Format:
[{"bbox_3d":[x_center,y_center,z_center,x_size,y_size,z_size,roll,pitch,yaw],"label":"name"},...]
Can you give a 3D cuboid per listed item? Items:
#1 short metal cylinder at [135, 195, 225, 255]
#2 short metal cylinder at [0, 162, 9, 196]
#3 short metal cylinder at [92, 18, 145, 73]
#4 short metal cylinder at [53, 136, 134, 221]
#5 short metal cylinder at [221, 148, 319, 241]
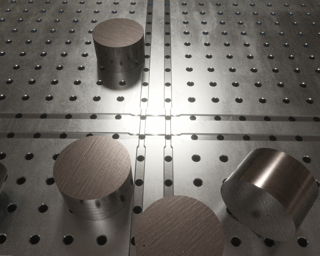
[{"bbox_3d":[0.017,0.113,0.297,0.081,0.050,0.080,0,50,0],"label":"short metal cylinder"},{"bbox_3d":[-0.207,0.061,0.318,0.080,0.080,0.050,3,50,2],"label":"short metal cylinder"},{"bbox_3d":[-0.066,-0.135,0.504,0.081,0.050,0.080,0,50,0],"label":"short metal cylinder"},{"bbox_3d":[-0.071,0.055,0.344,0.081,0.050,0.080,0,50,0],"label":"short metal cylinder"},{"bbox_3d":[0.110,0.067,0.317,0.080,0.080,0.050,34,58,25],"label":"short metal cylinder"}]
